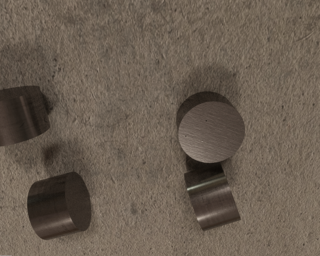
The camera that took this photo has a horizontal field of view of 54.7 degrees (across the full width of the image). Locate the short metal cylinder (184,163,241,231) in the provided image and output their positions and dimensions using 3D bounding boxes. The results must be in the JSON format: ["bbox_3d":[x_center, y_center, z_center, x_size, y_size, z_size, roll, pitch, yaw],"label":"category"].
[{"bbox_3d":[0.070,0.091,0.415,0.050,0.080,0.080,-20,109,7],"label":"short metal cylinder"}]

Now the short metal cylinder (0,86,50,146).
[{"bbox_3d":[-0.180,-0.016,0.372,0.080,0.080,0.050,-7,110,2],"label":"short metal cylinder"}]

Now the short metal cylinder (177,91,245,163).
[{"bbox_3d":[0.062,-0.002,0.397,0.081,0.050,0.079,0,110,-1],"label":"short metal cylinder"}]

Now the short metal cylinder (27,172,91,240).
[{"bbox_3d":[-0.133,0.104,0.417,0.050,0.080,0.080,-16,110,5],"label":"short metal cylinder"}]
